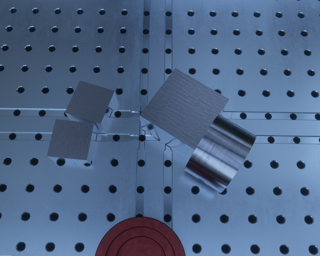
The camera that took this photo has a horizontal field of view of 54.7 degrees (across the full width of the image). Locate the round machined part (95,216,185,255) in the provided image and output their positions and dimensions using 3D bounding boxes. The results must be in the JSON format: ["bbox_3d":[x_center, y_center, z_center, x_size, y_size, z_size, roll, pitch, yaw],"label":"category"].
[{"bbox_3d":[-0.021,0.151,0.347,0.099,0.042,0.098,0,70,-1],"label":"round machined part"}]

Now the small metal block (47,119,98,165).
[{"bbox_3d":[-0.113,0.018,0.404,0.050,0.025,0.050,6,70,2],"label":"small metal block"}]

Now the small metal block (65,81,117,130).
[{"bbox_3d":[-0.093,-0.031,0.422,0.050,0.025,0.050,17,71,6],"label":"small metal block"}]

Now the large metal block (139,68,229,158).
[{"bbox_3d":[0.031,-0.017,0.405,0.080,0.050,0.080,32,73,11],"label":"large metal block"}]

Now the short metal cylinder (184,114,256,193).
[{"bbox_3d":[0.072,0.030,0.372,0.050,0.080,0.080,32,73,10],"label":"short metal cylinder"}]
